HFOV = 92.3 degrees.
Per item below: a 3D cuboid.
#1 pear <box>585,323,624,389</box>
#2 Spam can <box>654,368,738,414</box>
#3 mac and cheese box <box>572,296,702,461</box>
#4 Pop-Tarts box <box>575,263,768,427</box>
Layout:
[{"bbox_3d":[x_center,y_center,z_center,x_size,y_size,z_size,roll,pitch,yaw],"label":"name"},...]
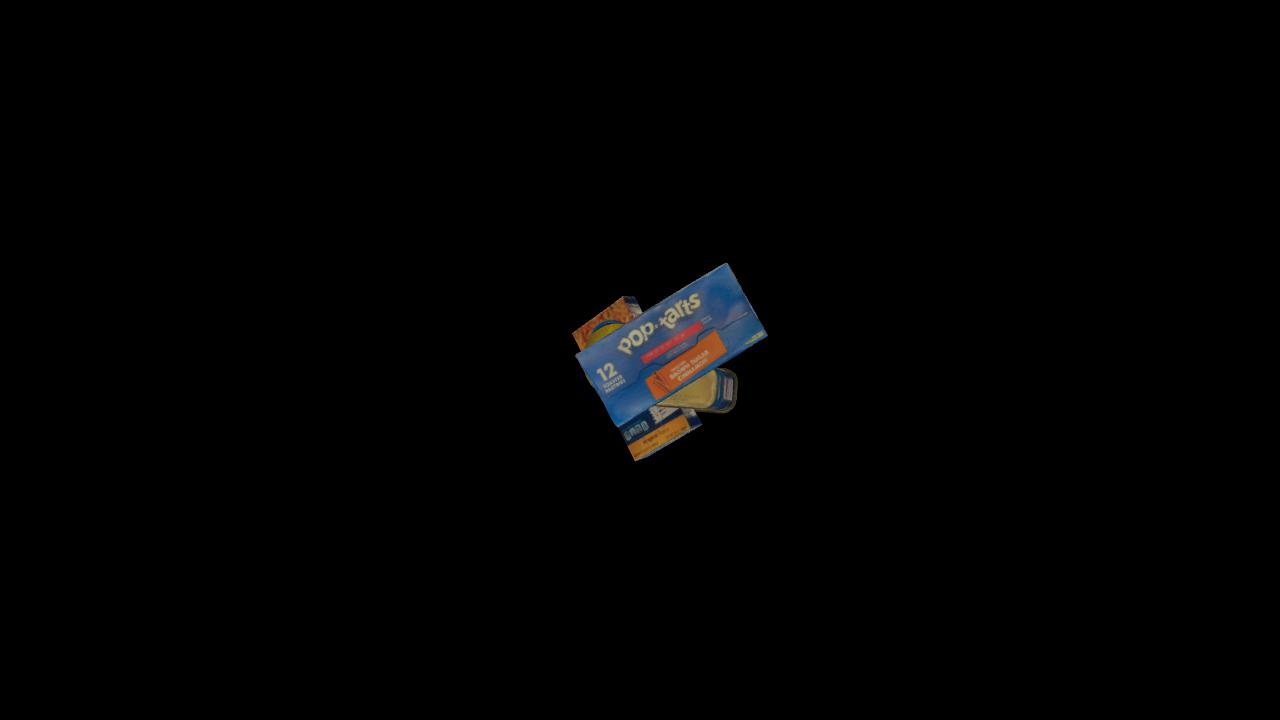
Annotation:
[{"bbox_3d":[-0.019,-0.005,0.646,0.080,0.080,0.111,0,14,-1],"label":"pear"},{"bbox_3d":[0.060,0.033,0.755,0.101,0.058,0.085,2,-6,24],"label":"Spam can"},{"bbox_3d":[-0.006,0.022,0.768,0.093,0.184,0.041,-34,-14,27],"label":"mac and cheese box"},{"bbox_3d":[0.029,-0.015,0.635,0.167,0.083,0.141,-32,1,0],"label":"Pop-Tarts box"}]
